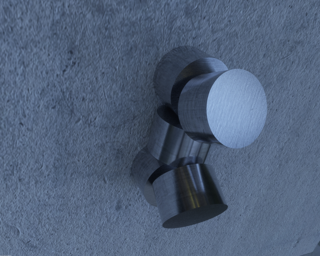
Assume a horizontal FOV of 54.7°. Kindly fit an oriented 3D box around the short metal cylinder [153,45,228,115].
[{"bbox_3d":[0.038,-0.055,0.379,0.081,0.050,0.079,-14,124,-21],"label":"short metal cylinder"}]

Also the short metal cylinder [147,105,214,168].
[{"bbox_3d":[0.029,0.009,0.395,0.081,0.080,0.050,1,118,-29],"label":"short metal cylinder"}]

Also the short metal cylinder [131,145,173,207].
[{"bbox_3d":[0.005,0.063,0.434,0.081,0.050,0.079,-14,124,-21],"label":"short metal cylinder"}]

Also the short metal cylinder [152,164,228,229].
[{"bbox_3d":[0.035,0.084,0.378,0.081,0.050,0.080,-13,150,-7],"label":"short metal cylinder"}]

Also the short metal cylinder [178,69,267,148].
[{"bbox_3d":[0.067,-0.020,0.332,0.081,0.050,0.079,-2,94,-29],"label":"short metal cylinder"}]
